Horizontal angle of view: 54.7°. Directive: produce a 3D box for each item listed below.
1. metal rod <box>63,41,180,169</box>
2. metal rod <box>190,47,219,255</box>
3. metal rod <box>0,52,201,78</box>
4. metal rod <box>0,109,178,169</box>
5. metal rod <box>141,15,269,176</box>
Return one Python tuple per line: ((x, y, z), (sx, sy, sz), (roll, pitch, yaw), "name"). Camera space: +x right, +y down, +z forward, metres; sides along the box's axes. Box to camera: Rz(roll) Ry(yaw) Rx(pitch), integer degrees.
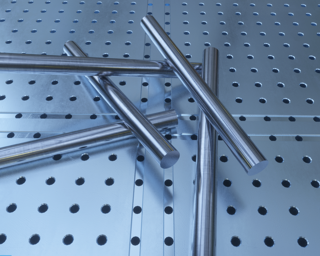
((-0.069, -0.050, 0.424), (0.025, 0.025, 0.300), (-26, 48, -20), "metal rod")
((0.059, 0.010, 0.382), (0.025, 0.025, 0.300), (6, 55, 4), "metal rod")
((-0.061, -0.084, 0.430), (0.303, 0.025, 0.025), (-2, 49, -21), "metal rod")
((-0.124, 0.020, 0.388), (0.302, 0.025, 0.025), (-13, 52, -12), "metal rod")
((0.041, -0.064, 0.406), (0.025, 0.025, 0.300), (-18, 52, -15), "metal rod")
